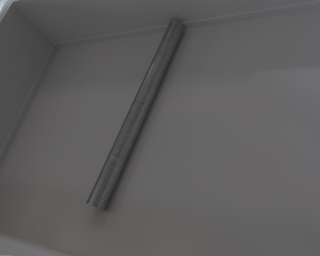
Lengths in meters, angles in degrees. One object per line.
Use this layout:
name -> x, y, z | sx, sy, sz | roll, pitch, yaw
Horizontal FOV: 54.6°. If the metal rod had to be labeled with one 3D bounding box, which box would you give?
metal rod -> -0.028, -0.031, 0.440 | 0.025, 0.025, 0.300 | 9, 66, 32
